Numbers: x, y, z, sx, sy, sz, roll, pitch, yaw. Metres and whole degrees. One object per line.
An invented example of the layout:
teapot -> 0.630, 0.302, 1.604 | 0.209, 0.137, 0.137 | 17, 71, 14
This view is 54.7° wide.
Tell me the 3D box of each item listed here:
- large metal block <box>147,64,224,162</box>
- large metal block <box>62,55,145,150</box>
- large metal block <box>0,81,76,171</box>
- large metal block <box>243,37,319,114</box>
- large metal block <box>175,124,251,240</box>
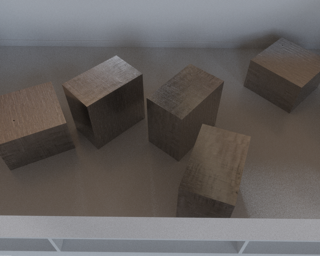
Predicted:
large metal block -> 0.030, -0.019, 0.385 | 0.050, 0.080, 0.080 | 33, 58, 25
large metal block -> -0.067, -0.033, 0.396 | 0.080, 0.080, 0.050 | -36, 59, -26
large metal block -> -0.162, -0.005, 0.392 | 0.081, 0.050, 0.080 | -20, 53, -16
large metal block -> 0.185, -0.080, 0.457 | 0.080, 0.050, 0.080 | -36, 59, -26
large metal block -> 0.054, 0.056, 0.322 | 0.050, 0.080, 0.080 | 16, 52, 13
